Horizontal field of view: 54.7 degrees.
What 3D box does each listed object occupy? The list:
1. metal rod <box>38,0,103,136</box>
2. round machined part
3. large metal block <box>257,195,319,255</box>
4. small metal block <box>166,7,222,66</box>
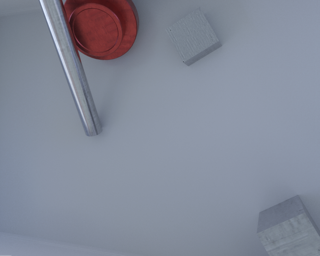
[{"bbox_3d":[-0.119,-0.119,0.367,0.025,0.025,0.298,2,124,20],"label":"metal rod"},{"bbox_3d":[-0.079,-0.132,0.401,0.099,0.042,0.097,2,128,3],"label":"round machined part"},{"bbox_3d":[0.148,0.126,0.329,0.050,0.080,0.080,-32,80,17],"label":"large metal block"},{"bbox_3d":[0.043,-0.115,0.395,0.050,0.025,0.050,-29,81,17],"label":"small metal block"}]
